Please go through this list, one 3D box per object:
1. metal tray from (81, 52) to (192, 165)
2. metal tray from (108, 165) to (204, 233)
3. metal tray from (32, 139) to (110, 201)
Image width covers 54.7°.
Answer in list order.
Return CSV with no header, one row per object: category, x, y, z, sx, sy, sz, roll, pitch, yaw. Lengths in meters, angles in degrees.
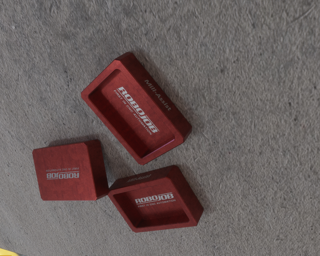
metal tray,-0.032,-0.021,0.407,0.090,0.030,0.130,-33,100,38
metal tray,-0.010,0.113,0.478,0.130,0.030,0.090,-20,108,35
metal tray,-0.148,0.071,0.505,0.130,0.030,0.089,-9,93,32
